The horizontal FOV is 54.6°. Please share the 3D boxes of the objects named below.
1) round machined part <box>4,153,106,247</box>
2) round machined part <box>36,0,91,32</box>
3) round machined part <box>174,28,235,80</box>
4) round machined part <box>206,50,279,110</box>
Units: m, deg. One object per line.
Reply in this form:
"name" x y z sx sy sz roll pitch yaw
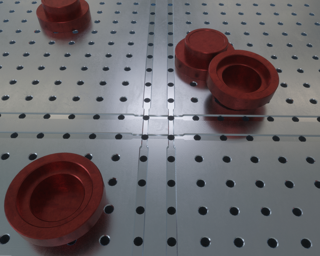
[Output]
"round machined part" -0.107 0.078 0.331 0.099 0.042 0.098 0 50 0
"round machined part" -0.184 -0.226 0.586 0.099 0.042 0.098 0 50 0
"round machined part" 0.073 -0.125 0.502 0.099 0.042 0.098 0 50 0
"round machined part" 0.116 -0.065 0.448 0.099 0.042 0.098 2 55 -3
